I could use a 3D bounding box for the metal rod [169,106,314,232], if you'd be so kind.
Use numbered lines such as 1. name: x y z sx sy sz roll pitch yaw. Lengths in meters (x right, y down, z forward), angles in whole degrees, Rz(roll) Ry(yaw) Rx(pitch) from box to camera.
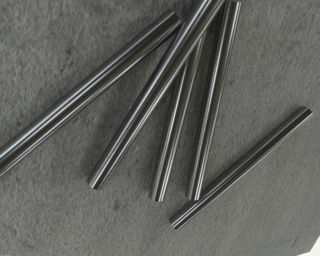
1. metal rod: 0.138 0.068 0.526 0.300 0.025 0.025 -40 130 -1

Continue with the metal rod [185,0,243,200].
1. metal rod: 0.069 -0.020 0.433 0.025 0.025 0.298 -8 122 -25

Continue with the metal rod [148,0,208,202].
1. metal rod: 0.024 -0.027 0.404 0.025 0.025 0.298 -2 120 -28

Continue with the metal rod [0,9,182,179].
1. metal rod: -0.098 -0.024 0.338 0.300 0.025 0.025 -40 130 -1

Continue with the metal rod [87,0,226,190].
1. metal rod: -0.006 -0.044 0.359 0.025 0.025 0.298 19 114 -36
